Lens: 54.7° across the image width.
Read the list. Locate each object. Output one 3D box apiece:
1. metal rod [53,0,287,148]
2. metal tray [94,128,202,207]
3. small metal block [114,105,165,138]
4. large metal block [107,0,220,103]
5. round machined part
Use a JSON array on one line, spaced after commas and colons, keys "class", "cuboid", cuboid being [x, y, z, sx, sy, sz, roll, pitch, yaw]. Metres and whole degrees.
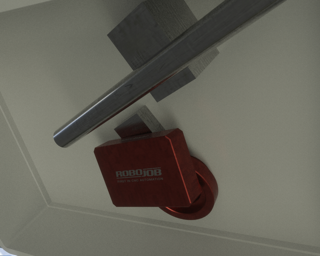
[{"class": "metal rod", "cuboid": [-0.012, -0.046, 0.281, 0.299, 0.025, 0.025, -29, 103, 37]}, {"class": "metal tray", "cuboid": [-0.020, 0.055, 0.402, 0.130, 0.030, 0.089, -11, 102, 37]}, {"class": "small metal block", "cuboid": [-0.026, 0.005, 0.424, 0.050, 0.025, 0.050, -32, 101, 37]}, {"class": "large metal block", "cuboid": [0.008, -0.085, 0.315, 0.050, 0.080, 0.080, -29, 103, 37]}, {"class": "round machined part", "cuboid": [0.032, 0.075, 0.426, 0.098, 0.042, 0.097, 13, 124, 20]}]
